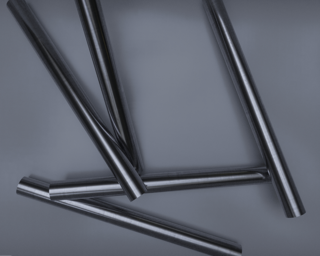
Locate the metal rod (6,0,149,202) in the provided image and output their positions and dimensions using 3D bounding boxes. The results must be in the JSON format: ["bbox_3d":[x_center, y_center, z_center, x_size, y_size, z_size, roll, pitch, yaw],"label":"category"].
[{"bbox_3d":[-0.107,-0.042,0.389,0.025,0.025,0.299,-34,82,0],"label":"metal rod"}]

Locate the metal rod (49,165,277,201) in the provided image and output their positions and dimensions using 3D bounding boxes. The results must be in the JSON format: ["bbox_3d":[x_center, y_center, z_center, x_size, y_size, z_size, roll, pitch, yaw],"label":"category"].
[{"bbox_3d":[0.015,0.070,0.400,0.302,0.025,0.025,-4,90,-5],"label":"metal rod"}]

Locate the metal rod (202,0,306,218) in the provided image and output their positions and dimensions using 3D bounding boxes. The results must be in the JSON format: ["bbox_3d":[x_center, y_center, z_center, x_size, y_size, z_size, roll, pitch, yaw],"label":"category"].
[{"bbox_3d":[0.117,-0.034,0.397,0.025,0.025,0.299,-19,84,0],"label":"metal rod"}]

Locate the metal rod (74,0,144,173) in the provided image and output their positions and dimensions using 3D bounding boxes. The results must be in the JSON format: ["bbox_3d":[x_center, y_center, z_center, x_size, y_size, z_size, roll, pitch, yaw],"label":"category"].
[{"bbox_3d":[-0.062,-0.074,0.346,0.025,0.025,0.298,-13,117,0],"label":"metal rod"}]

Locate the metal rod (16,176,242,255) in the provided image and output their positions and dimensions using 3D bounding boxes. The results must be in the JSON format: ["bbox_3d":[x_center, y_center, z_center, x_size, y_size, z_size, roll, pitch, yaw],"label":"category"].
[{"bbox_3d":[-0.039,0.122,0.410,0.302,0.025,0.025,18,90,-1],"label":"metal rod"}]
